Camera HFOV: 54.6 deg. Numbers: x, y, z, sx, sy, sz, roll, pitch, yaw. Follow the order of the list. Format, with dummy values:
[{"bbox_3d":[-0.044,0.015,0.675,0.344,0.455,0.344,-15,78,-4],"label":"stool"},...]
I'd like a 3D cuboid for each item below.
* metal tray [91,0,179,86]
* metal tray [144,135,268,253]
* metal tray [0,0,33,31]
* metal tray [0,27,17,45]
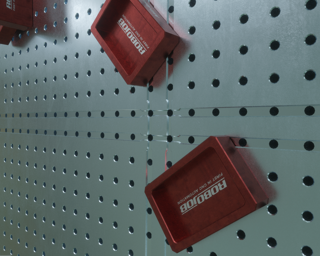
[{"bbox_3d":[-0.041,-0.134,0.440,0.090,0.030,0.130,-49,61,28],"label":"metal tray"},{"bbox_3d":[0.047,0.079,0.367,0.129,0.030,0.090,-42,65,32],"label":"metal tray"},{"bbox_3d":[-0.307,-0.272,0.622,0.030,0.091,0.129,-3,88,40],"label":"metal tray"},{"bbox_3d":[-0.350,-0.264,0.690,0.090,0.030,0.130,-35,66,39],"label":"metal tray"}]
